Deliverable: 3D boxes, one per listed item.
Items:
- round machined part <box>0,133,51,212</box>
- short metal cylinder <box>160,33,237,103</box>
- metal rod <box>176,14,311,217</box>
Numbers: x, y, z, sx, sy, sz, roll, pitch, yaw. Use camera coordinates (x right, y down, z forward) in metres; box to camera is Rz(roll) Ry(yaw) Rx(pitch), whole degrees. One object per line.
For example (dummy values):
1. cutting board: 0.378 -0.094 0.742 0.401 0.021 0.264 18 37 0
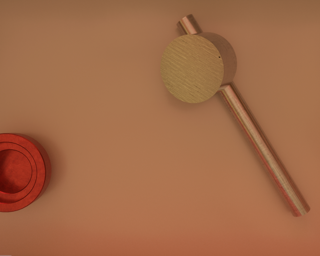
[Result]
1. round machined part: -0.190 0.055 0.400 0.099 0.042 0.097 0 90 -1
2. short metal cylinder: 0.048 -0.075 0.381 0.080 0.050 0.079 11 113 27
3. metal rod: 0.111 -0.016 0.412 0.025 0.025 0.299 -32 90 0
